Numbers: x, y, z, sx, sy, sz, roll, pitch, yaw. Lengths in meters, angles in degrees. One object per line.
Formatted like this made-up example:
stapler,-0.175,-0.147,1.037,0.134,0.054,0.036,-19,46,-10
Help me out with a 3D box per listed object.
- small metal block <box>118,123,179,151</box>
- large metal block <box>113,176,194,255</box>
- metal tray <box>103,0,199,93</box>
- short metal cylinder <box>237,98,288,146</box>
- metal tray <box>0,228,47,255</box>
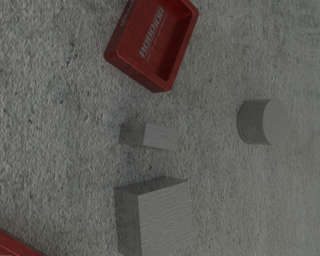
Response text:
small metal block,-0.014,0.011,0.377,0.050,0.050,0.025,14,81,-39
large metal block,-0.007,0.109,0.383,0.081,0.050,0.079,-7,94,-40
metal tray,-0.006,-0.122,0.395,0.090,0.030,0.130,32,70,-36
short metal cylinder,0.178,-0.010,0.538,0.081,0.050,0.080,0,90,-40
metal tray,-0.146,0.148,0.278,0.130,0.030,0.090,48,61,-29
